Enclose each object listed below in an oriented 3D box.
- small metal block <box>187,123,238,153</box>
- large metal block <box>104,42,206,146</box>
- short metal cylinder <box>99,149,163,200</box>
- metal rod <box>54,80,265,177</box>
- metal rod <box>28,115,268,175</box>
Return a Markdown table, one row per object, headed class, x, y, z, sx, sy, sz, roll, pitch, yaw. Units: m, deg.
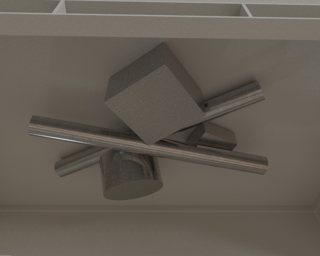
| class | x | y | z | sx | sy | sz | roll | pitch | yaw |
| --- | --- | --- | --- | --- | --- | --- | --- | --- | --- |
| small metal block | 0.069 | 0.023 | 0.425 | 0.050 | 0.025 | 0.050 | 21 | 127 | -17 |
| large metal block | -0.004 | -0.037 | 0.359 | 0.080 | 0.050 | 0.080 | -29 | 125 | 22 |
| short metal cylinder | -0.040 | 0.062 | 0.425 | 0.081 | 0.050 | 0.080 | -10 | 153 | -5 |
| metal rod | -0.013 | 0.008 | 0.413 | 0.300 | 0.025 | 0.025 | -22 | 127 | 17 |
| metal rod | -0.007 | 0.024 | 0.394 | 0.302 | 0.025 | 0.025 | 10 | 129 | -9 |
